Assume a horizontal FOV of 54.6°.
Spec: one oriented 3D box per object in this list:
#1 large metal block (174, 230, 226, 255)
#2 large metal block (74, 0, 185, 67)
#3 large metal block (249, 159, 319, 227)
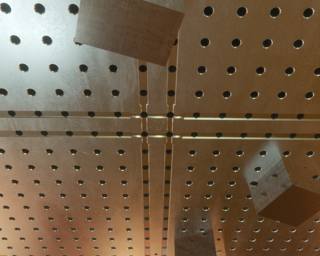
[{"bbox_3d":[0.082,0.253,0.611,0.080,0.050,0.080,-19,128,15],"label":"large metal block"},{"bbox_3d":[-0.026,-0.108,0.284,0.080,0.080,0.050,13,129,-11],"label":"large metal block"},{"bbox_3d":[0.202,0.103,0.484,0.080,0.050,0.080,21,127,-17],"label":"large metal block"}]
